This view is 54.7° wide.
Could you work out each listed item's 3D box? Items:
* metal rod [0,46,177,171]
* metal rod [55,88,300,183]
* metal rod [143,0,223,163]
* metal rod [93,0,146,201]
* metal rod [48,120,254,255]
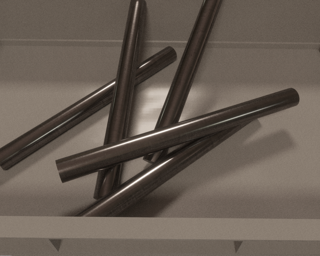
[{"bbox_3d":[-0.087,-0.041,0.438,0.025,0.025,0.302,37,59,26],"label":"metal rod"},{"bbox_3d":[0.034,0.002,0.362,0.302,0.025,0.025,-17,52,-16],"label":"metal rod"},{"bbox_3d":[0.042,-0.094,0.407,0.025,0.025,0.299,17,76,13],"label":"metal rod"},{"bbox_3d":[-0.047,-0.056,0.406,0.025,0.025,0.299,4,64,3],"label":"metal rod"},{"bbox_3d":[0.017,0.040,0.360,0.302,0.025,0.025,-31,57,-28],"label":"metal rod"}]
